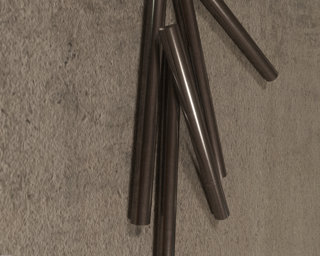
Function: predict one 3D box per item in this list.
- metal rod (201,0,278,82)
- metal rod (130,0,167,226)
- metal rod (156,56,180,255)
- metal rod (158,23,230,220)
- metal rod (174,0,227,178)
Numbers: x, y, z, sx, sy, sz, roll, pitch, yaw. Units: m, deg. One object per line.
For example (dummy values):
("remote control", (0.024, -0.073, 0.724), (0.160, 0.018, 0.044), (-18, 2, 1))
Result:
("metal rod", (0.111, -0.172, 0.500), (0.301, 0.025, 0.025), (37, 68, -34))
("metal rod", (-0.014, -0.030, 0.394), (0.025, 0.025, 0.298), (7, 86, -40))
("metal rod", (0.012, 0.039, 0.417), (0.025, 0.025, 0.298), (4, 88, -40))
("metal rod", (0.054, 0.009, 0.428), (0.025, 0.025, 0.298), (-37, 120, -34))
("metal rod", (0.059, -0.067, 0.456), (0.025, 0.025, 0.298), (-22, 104, -38))
